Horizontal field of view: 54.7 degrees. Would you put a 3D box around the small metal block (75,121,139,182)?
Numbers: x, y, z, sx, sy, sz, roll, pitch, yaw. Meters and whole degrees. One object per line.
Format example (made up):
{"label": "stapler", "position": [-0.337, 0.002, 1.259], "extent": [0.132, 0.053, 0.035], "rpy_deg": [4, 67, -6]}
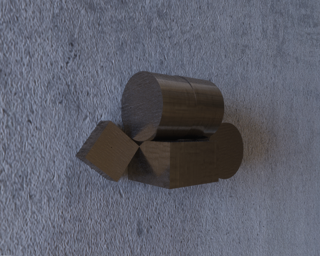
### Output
{"label": "small metal block", "position": [-0.060, 0.026, 0.357], "extent": [0.050, 0.025, 0.050], "rpy_deg": [45, 63, -31]}

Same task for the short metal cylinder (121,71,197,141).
{"label": "short metal cylinder", "position": [-0.003, -0.024, 0.368], "extent": [0.050, 0.080, 0.080], "rpy_deg": [1, 90, -40]}

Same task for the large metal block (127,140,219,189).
{"label": "large metal block", "position": [0.016, 0.040, 0.385], "extent": [0.081, 0.080, 0.050], "rpy_deg": [1, 90, -40]}

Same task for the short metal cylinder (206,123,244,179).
{"label": "short metal cylinder", "position": [0.078, 0.032, 0.455], "extent": [0.081, 0.050, 0.079], "rpy_deg": [0, 90, -40]}

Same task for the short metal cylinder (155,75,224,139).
{"label": "short metal cylinder", "position": [0.035, -0.025, 0.401], "extent": [0.050, 0.080, 0.080], "rpy_deg": [1, 90, -40]}
